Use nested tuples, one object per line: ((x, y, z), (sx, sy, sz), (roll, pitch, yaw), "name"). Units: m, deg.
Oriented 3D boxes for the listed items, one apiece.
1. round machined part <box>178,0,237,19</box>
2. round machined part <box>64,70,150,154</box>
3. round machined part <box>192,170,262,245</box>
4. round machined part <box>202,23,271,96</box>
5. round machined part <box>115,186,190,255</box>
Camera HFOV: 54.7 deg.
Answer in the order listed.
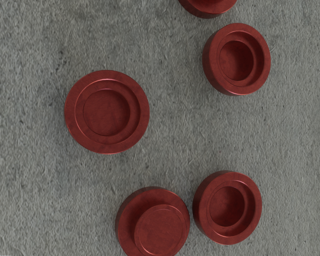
((0.070, -0.206, 0.425), (0.099, 0.042, 0.097), (0, 90, -20), "round machined part")
((-0.066, -0.018, 0.376), (0.099, 0.042, 0.097), (0, 90, -20), "round machined part")
((0.089, 0.107, 0.433), (0.099, 0.042, 0.097), (0, 90, -20), "round machined part")
((0.103, -0.094, 0.437), (0.099, 0.042, 0.097), (0, 90, -20), "round machined part")
((-0.005, 0.127, 0.398), (0.099, 0.042, 0.097), (0, 90, -20), "round machined part")
